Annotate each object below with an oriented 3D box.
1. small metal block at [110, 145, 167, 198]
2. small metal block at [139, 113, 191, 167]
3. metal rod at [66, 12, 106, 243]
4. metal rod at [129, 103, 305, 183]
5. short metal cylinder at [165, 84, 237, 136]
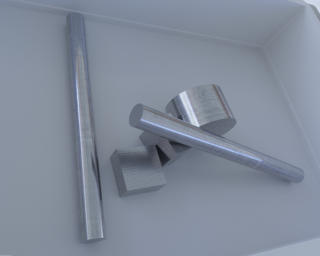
[{"bbox_3d":[-0.026,0.050,0.363,0.050,0.025,0.050,-4,64,-30],"label":"small metal block"},{"bbox_3d":[0.005,0.017,0.383,0.025,0.050,0.050,-21,73,-36],"label":"small metal block"},{"bbox_3d":[-0.092,-0.021,0.369,0.025,0.025,0.299,3,60,-27],"label":"metal rod"},{"bbox_3d":[0.094,0.030,0.395,0.302,0.025,0.025,20,53,-34],"label":"metal rod"},{"bbox_3d":[0.053,-0.015,0.410,0.081,0.080,0.050,-7,65,-32],"label":"short metal cylinder"}]
